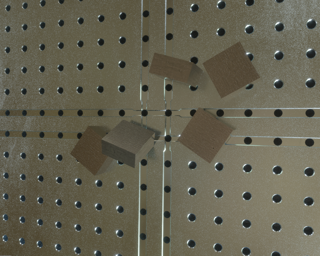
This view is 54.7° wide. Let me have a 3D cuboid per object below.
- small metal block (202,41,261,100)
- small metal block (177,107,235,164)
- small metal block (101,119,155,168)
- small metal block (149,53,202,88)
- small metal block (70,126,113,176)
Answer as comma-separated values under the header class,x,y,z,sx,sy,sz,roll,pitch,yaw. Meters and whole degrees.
class,x,y,z,sx,sy,sz,roll,pitch,yaw
small metal block,0.088,-0.069,0.381,0.050,0.025,0.050,-29,81,17
small metal block,0.059,0.009,0.391,0.050,0.025,0.050,36,101,16
small metal block,-0.041,0.020,0.410,0.050,0.050,0.025,22,131,18
small metal block,0.021,-0.072,0.391,0.050,0.050,0.025,19,97,18
small metal block,-0.091,0.032,0.443,0.050,0.025,0.050,38,102,15
